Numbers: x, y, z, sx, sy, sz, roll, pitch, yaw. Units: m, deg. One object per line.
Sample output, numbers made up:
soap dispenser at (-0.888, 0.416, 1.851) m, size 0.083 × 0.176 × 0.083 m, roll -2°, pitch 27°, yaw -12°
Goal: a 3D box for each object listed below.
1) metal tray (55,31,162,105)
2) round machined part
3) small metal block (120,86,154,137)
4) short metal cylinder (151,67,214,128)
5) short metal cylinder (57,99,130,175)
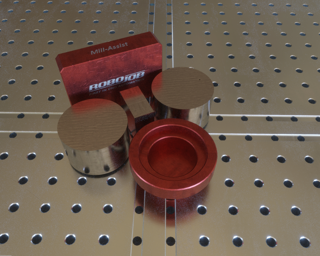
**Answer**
metal tray at (-0.062, -0.070, 0.418) m, size 0.131 × 0.090 × 0.030 m, roll -19°, pitch 53°, yaw -15°
round machined part at (0.014, 0.039, 0.359) m, size 0.099 × 0.042 × 0.098 m, roll 0°, pitch 50°, yaw 0°
small metal block at (-0.029, -0.017, 0.400) m, size 0.025 × 0.050 × 0.050 m, roll -20°, pitch 53°, yaw -16°
short metal cylinder at (0.029, -0.037, 0.418) m, size 0.081 × 0.050 × 0.080 m, roll 0°, pitch 50°, yaw 0°
short metal cylinder at (-0.078, 0.010, 0.377) m, size 0.081 × 0.050 × 0.080 m, roll 0°, pitch 50°, yaw 0°
